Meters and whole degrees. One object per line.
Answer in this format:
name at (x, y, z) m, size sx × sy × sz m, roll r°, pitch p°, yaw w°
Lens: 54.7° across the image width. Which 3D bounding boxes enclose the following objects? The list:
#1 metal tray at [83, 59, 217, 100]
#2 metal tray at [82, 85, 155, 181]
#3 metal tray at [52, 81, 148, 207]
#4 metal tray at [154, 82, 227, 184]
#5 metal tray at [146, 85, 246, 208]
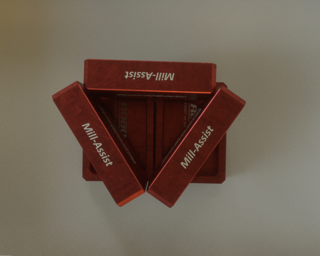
metal tray at (-0.010, -0.051, 0.346) m, size 0.131 × 0.090 × 0.030 m, roll 2°, pitch 91°, yaw 0°
metal tray at (-0.053, 0.003, 0.408) m, size 0.091 × 0.030 × 0.129 m, roll 0°, pitch 89°, yaw 0°
metal tray at (-0.060, 0.015, 0.346) m, size 0.030 × 0.090 × 0.130 m, roll -31°, pitch 90°, yaw 1°
metal tray at (0.039, 0.005, 0.408) m, size 0.091 × 0.030 × 0.129 m, roll 1°, pitch 89°, yaw 0°
metal tray at (0.036, 0.018, 0.346) m, size 0.030 × 0.090 × 0.130 m, roll 35°, pitch 90°, yaw 0°
